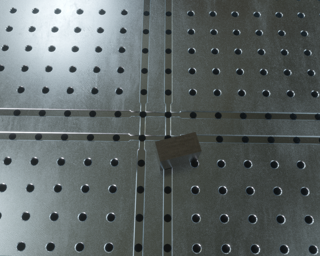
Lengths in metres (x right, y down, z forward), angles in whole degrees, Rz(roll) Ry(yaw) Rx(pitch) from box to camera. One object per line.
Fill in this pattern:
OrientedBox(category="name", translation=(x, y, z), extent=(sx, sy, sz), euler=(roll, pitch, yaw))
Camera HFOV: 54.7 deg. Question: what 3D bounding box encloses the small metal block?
OrientedBox(category="small metal block", translation=(0.021, 0.030, 0.388), extent=(0.050, 0.050, 0.025), euler=(-13, 71, -5))
